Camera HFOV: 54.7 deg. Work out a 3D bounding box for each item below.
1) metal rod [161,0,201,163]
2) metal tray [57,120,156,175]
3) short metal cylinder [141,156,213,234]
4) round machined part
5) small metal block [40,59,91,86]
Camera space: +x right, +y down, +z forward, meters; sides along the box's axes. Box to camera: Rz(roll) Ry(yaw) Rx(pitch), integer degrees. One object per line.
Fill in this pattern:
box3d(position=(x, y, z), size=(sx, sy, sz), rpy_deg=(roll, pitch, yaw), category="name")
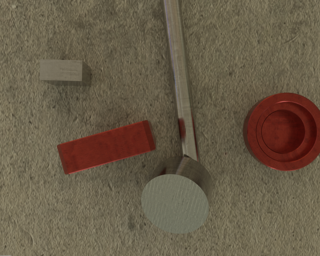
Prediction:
box3d(position=(0.024, -0.090, 0.410), size=(0.025, 0.025, 0.298), rpy_deg=(-7, 90, 0), category="metal rod")
box3d(position=(-0.052, 0.018, 0.357), size=(0.091, 0.130, 0.030), rpy_deg=(-16, 90, 0), category="metal tray")
box3d(position=(0.023, 0.082, 0.384), size=(0.080, 0.050, 0.079), rpy_deg=(5, 110, 13), category="short metal cylinder")
box3d(position=(0.157, 0.004, 0.404), size=(0.099, 0.042, 0.097), rpy_deg=(0, 90, -1), category="round machined part")
box3d(position=(-0.119, -0.070, 0.396), size=(0.050, 0.050, 0.025), rpy_deg=(1, 90, -1), category="small metal block")
